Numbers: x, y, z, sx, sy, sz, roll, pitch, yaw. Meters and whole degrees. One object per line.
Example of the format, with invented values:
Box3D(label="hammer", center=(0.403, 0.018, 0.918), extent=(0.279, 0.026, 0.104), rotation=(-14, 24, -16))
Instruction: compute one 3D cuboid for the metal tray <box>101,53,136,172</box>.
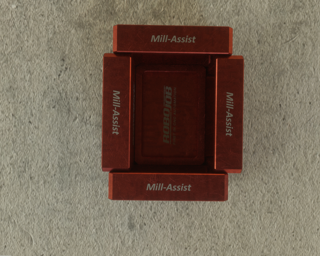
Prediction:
Box3D(label="metal tray", center=(-0.047, -0.017, 0.377), extent=(0.030, 0.090, 0.129), rotation=(1, 90, 0))

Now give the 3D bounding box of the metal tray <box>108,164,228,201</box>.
Box3D(label="metal tray", center=(0.009, 0.063, 0.378), extent=(0.131, 0.090, 0.030), rotation=(1, 90, -1))

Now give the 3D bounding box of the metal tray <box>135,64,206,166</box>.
Box3D(label="metal tray", center=(0.013, -0.017, 0.409), extent=(0.091, 0.030, 0.129), rotation=(1, 90, -1))

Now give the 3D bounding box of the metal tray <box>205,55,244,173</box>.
Box3D(label="metal tray", center=(0.075, -0.015, 0.379), extent=(0.030, 0.090, 0.129), rotation=(1, 90, 0))

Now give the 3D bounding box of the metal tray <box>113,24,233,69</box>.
Box3D(label="metal tray", center=(0.014, -0.096, 0.378), extent=(0.131, 0.090, 0.030), rotation=(1, 90, -1))
